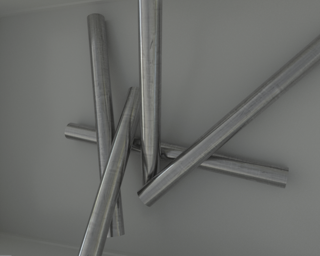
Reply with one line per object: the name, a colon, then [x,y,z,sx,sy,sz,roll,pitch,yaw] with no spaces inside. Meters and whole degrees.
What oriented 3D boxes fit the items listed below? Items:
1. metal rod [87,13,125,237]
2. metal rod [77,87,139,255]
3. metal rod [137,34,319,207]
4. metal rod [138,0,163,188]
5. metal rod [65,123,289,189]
metal rod: [-0.074,-0.012,0.413,0.025,0.025,0.299,-11,78,19]
metal rod: [-0.062,0.082,0.360,0.025,0.025,0.300,4,63,20]
metal rod: [0.092,-0.012,0.359,0.300,0.025,0.025,-42,77,8]
metal rod: [-0.011,-0.049,0.348,0.025,0.025,0.298,10,116,20]
metal rod: [0.007,0.031,0.407,0.301,0.025,0.025,11,94,19]
